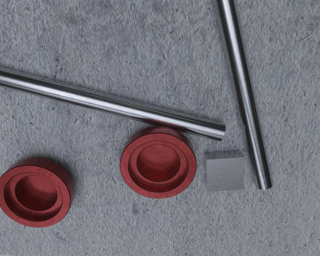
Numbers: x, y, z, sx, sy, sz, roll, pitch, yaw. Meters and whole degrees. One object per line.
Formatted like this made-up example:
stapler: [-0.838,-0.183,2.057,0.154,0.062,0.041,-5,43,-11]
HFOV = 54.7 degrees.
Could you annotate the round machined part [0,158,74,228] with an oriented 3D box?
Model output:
round machined part: [-0.168,0.085,0.431,0.099,0.042,0.097,0,110,0]

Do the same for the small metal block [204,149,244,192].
small metal block: [0.089,0.060,0.433,0.050,0.025,0.050,-4,110,1]

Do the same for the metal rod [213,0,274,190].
metal rod: [0.105,-0.053,0.391,0.025,0.025,0.298,-16,110,6]

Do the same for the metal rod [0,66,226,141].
metal rod: [-0.063,-0.030,0.398,0.302,0.025,0.025,14,110,-6]

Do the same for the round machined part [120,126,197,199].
round machined part: [-0.002,0.042,0.415,0.099,0.042,0.097,0,113,0]
